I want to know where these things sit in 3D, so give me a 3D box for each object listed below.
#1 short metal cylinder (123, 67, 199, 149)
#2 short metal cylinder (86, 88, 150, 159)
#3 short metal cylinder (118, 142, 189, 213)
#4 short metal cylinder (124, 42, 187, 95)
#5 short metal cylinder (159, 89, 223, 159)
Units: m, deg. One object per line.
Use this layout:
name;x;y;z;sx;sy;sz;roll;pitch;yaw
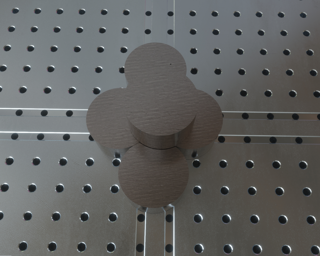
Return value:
short metal cylinder;0.001;-0.021;0.352;0.081;0.050;0.080;0;70;0
short metal cylinder;-0.049;-0.005;0.400;0.081;0.050;0.080;0;70;0
short metal cylinder;-0.007;0.060;0.376;0.081;0.050;0.080;0;68;0
short metal cylinder;-0.006;-0.068;0.423;0.081;0.050;0.080;0;70;-1
short metal cylinder;0.036;-0.004;0.399;0.081;0.050;0.080;0;70;0
